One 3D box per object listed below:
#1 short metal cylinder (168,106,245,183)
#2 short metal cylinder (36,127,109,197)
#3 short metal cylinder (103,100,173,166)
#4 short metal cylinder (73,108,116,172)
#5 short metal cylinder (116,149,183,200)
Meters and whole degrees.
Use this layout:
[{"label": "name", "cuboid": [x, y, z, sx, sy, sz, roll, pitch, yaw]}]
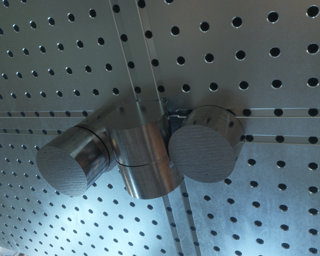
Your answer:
[{"label": "short metal cylinder", "cuboid": [0.057, 0.019, 0.376, 0.080, 0.050, 0.079, 13, 124, 20]}, {"label": "short metal cylinder", "cuboid": [-0.117, 0.045, 0.418, 0.080, 0.050, 0.079, 13, 124, 21]}, {"label": "short metal cylinder", "cuboid": [-0.025, 0.004, 0.392, 0.080, 0.080, 0.050, 1, 120, 28]}, {"label": "short metal cylinder", "cuboid": [-0.085, 0.018, 0.451, 0.080, 0.050, 0.079, 13, 124, 20]}, {"label": "short metal cylinder", "cuboid": [-0.013, 0.049, 0.413, 0.080, 0.080, 0.050, -1, 118, 29]}]
